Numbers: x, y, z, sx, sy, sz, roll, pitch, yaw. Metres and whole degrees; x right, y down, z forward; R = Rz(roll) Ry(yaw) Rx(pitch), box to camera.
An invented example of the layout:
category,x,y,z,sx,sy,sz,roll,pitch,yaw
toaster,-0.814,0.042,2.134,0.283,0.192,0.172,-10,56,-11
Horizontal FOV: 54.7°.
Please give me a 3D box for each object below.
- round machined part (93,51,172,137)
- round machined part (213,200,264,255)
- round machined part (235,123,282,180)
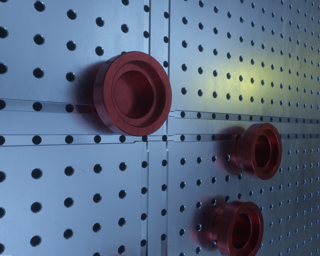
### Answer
category,x,y,z,sx,sy,sz,roll,pitch,yaw
round machined part,-0.036,-0.039,0.370,0.099,0.042,0.097,0,90,-40
round machined part,0.124,0.166,0.505,0.099,0.042,0.097,0,90,-40
round machined part,0.170,0.040,0.544,0.099,0.042,0.097,0,90,-40
